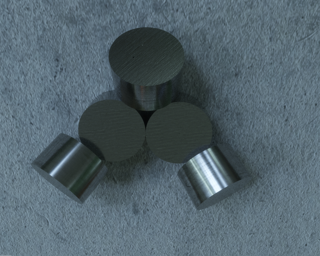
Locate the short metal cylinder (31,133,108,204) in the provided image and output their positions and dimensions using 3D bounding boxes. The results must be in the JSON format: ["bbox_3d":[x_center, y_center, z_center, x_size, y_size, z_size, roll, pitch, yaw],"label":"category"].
[{"bbox_3d":[-0.114,0.052,0.393,0.080,0.080,0.050,44,64,-15],"label":"short metal cylinder"}]

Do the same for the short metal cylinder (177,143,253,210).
[{"bbox_3d":[0.070,0.063,0.399,0.080,0.080,0.050,-35,65,12],"label":"short metal cylinder"}]

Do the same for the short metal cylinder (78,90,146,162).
[{"bbox_3d":[-0.058,-0.004,0.395,0.081,0.050,0.079,0,110,0],"label":"short metal cylinder"}]

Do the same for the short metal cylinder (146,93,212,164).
[{"bbox_3d":[0.023,-0.001,0.397,0.081,0.050,0.079,0,110,0],"label":"short metal cylinder"}]

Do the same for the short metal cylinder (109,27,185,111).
[{"bbox_3d":[-0.015,-0.066,0.351,0.081,0.080,0.050,2,153,-1],"label":"short metal cylinder"}]
